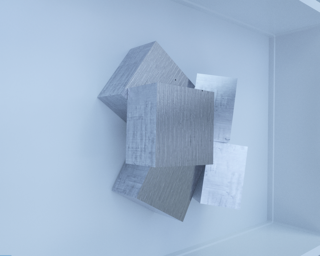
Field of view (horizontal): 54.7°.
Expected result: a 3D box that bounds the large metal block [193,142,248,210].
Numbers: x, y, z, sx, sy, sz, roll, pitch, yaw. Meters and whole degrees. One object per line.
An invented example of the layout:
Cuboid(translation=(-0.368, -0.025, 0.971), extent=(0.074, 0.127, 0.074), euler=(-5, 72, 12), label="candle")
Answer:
Cuboid(translation=(0.080, 0.064, 0.430), extent=(0.050, 0.080, 0.080), euler=(9, 82, 0), label="large metal block")

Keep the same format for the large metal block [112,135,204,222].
Cuboid(translation=(0.000, 0.061, 0.387), extent=(0.080, 0.050, 0.080), euler=(37, 67, -34), label="large metal block")

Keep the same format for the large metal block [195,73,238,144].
Cuboid(translation=(0.068, -0.021, 0.420), extent=(0.080, 0.050, 0.080), euler=(63, 36, -81), label="large metal block")

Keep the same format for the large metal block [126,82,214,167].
Cuboid(translation=(0.012, -0.001, 0.333), extent=(0.081, 0.050, 0.080), euler=(3, 87, -39), label="large metal block")

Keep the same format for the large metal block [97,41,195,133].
Cuboid(translation=(-0.014, -0.045, 0.379), extent=(0.080, 0.050, 0.080), euler=(44, 64, -32), label="large metal block")
